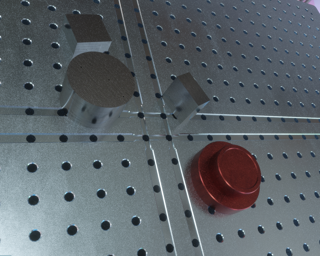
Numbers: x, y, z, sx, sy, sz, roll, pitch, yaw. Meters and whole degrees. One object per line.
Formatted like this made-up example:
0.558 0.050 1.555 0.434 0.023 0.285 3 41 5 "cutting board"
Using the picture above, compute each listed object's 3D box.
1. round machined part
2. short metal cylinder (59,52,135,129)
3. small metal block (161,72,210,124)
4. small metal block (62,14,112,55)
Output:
0.095 0.061 0.413 0.099 0.042 0.098 14 56 -21 "round machined part"
-0.077 -0.046 0.380 0.081 0.050 0.080 14 56 -21 "short metal cylinder"
0.035 -0.042 0.439 0.025 0.050 0.050 -26 76 -37 "small metal block"
-0.103 -0.132 0.434 0.050 0.025 0.050 -14 69 -34 "small metal block"
